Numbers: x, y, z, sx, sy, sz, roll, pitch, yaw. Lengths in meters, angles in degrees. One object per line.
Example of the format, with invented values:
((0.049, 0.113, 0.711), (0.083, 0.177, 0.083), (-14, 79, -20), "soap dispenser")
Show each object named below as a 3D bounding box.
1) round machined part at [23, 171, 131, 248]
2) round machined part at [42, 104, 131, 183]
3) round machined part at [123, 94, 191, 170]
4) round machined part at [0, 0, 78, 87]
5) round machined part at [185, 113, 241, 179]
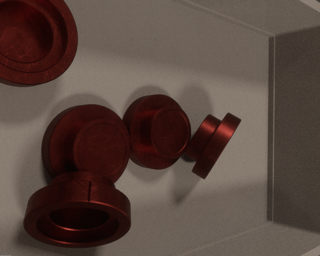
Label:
((-0.079, 0.079, 0.307), (0.098, 0.098, 0.042), (34, 33, -35), "round machined part")
((-0.072, 0.023, 0.337), (0.099, 0.042, 0.097), (0, 90, -40), "round machined part")
((0.002, 0.005, 0.399), (0.099, 0.042, 0.097), (0, 90, -40), "round machined part")
((-0.131, -0.086, 0.286), (0.099, 0.042, 0.097), (0, 90, -40), "round machined part")
((0.070, 0.019, 0.434), (0.042, 0.098, 0.098), (32, 62, 11), "round machined part")
